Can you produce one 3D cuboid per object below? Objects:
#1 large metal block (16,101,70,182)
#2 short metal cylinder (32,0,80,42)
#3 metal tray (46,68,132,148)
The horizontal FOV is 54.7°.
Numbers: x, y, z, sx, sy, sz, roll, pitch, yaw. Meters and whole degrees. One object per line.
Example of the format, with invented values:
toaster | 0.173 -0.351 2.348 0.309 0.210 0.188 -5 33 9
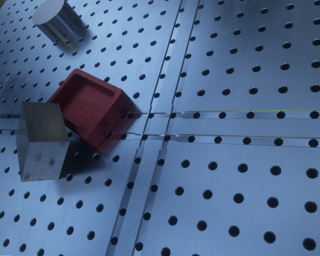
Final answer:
large metal block | -0.172 0.019 0.445 0.080 0.050 0.079 61 137 38
short metal cylinder | -0.216 -0.228 0.646 0.080 0.050 0.080 -13 56 21
metal tray | -0.117 -0.036 0.488 0.130 0.030 0.090 28 77 37
